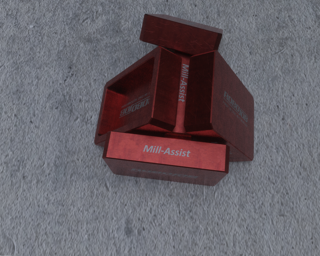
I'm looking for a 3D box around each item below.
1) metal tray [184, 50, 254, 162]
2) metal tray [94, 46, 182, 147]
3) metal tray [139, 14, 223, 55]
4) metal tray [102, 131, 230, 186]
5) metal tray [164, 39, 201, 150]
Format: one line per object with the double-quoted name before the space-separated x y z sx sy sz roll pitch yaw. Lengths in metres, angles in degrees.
"metal tray" 0.076 -0.019 0.364 0.030 0.130 0.090 -7 67 33
"metal tray" -0.030 -0.029 0.368 0.030 0.130 0.090 20 66 -32
"metal tray" 0.034 -0.123 0.406 0.090 0.130 0.030 17 112 5
"metal tray" 0.007 0.039 0.360 0.131 0.090 0.030 7 70 2
"metal tray" 0.026 -0.036 0.388 0.030 0.090 0.130 7 70 2
